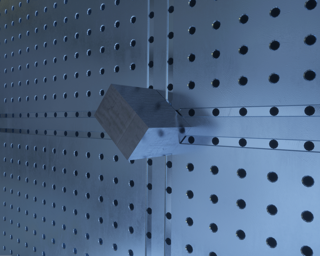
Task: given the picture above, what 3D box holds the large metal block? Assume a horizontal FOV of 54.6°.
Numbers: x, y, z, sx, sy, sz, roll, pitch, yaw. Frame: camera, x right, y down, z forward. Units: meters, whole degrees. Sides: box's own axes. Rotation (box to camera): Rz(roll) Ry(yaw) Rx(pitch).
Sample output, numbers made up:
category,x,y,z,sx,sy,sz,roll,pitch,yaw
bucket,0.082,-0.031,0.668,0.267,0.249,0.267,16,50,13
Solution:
category,x,y,z,sx,sy,sz,roll,pitch,yaw
large metal block,-0.022,-0.008,0.392,0.080,0.081,0.050,49,119,28
